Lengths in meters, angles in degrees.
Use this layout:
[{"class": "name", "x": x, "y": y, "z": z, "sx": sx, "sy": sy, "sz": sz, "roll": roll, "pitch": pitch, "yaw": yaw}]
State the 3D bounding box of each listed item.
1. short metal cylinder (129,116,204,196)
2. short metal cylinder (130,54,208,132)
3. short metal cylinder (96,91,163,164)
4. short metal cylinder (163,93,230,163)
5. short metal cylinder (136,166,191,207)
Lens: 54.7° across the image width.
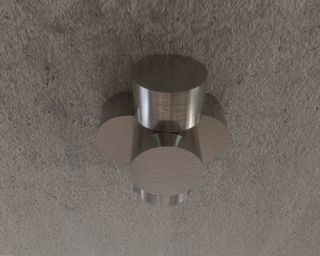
[{"class": "short metal cylinder", "x": 0.007, "y": 0.033, "z": 0.354, "sx": 0.081, "sy": 0.050, "sz": 0.079, "roll": 0, "pitch": 130, "yaw": 0}, {"class": "short metal cylinder", "x": 0.010, "y": -0.040, "z": 0.339, "sx": 0.081, "sy": 0.080, "sz": 0.050, "roll": 0, "pitch": 130, "yaw": -1}, {"class": "short metal cylinder", "x": -0.036, "y": 0.000, "z": 0.392, "sx": 0.081, "sy": 0.050, "sz": 0.079, "roll": 0, "pitch": 130, "yaw": 0}, {"class": "short metal cylinder", "x": 0.044, "y": 0.000, "z": 0.393, "sx": 0.081, "sy": 0.050, "sz": 0.079, "roll": 0, "pitch": 130, "yaw": 0}, {"class": "short metal cylinder", "x": 0.005, "y": 0.059, "z": 0.424, "sx": 0.081, "sy": 0.080, "sz": 0.050, "roll": 0, "pitch": 130, "yaw": -1}]
